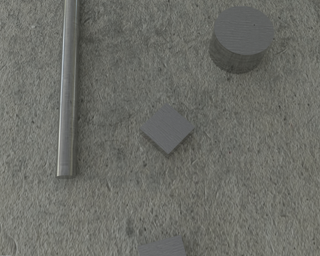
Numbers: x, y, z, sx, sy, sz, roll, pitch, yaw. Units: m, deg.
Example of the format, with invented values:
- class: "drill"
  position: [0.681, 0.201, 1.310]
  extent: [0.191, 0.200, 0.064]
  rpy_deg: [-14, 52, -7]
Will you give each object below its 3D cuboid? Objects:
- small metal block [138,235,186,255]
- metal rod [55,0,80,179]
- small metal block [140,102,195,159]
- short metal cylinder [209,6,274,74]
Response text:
- class: "small metal block"
  position: [0.005, 0.154, 0.352]
  extent: [0.050, 0.025, 0.050]
  rpy_deg: [-13, 71, -5]
- class: "metal rod"
  position: [-0.127, -0.079, 0.435]
  extent: [0.025, 0.025, 0.299]
  rpy_deg: [-4, 70, -2]
- class: "small metal block"
  position: [0.010, 0.004, 0.407]
  extent: [0.050, 0.025, 0.050]
  rpy_deg: [42, 75, 13]
- class: "short metal cylinder"
  position: [0.114, -0.125, 0.441]
  extent: [0.081, 0.050, 0.080]
  rpy_deg: [0, 70, 0]
